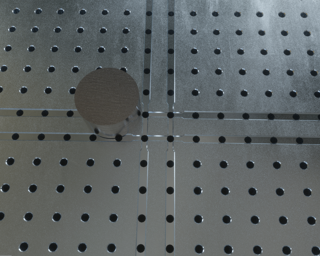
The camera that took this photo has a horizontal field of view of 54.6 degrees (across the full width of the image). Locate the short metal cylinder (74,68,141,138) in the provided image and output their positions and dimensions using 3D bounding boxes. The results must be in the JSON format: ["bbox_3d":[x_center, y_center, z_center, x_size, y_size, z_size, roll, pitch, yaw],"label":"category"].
[{"bbox_3d":[-0.066,-0.032,0.410,0.080,0.050,0.080,0,70,0],"label":"short metal cylinder"}]
